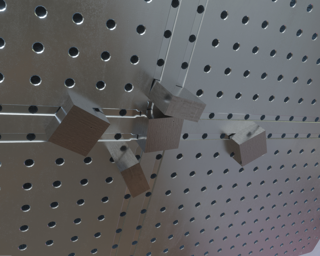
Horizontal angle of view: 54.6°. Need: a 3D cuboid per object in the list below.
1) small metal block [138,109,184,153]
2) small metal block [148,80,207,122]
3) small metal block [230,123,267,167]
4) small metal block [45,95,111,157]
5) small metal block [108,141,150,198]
[{"bbox_3d":[0.001,0.003,0.412,0.050,0.025,0.050,-6,121,-26],"label":"small metal block"},{"bbox_3d":[0.020,-0.034,0.385,0.050,0.050,0.025,11,113,-33],"label":"small metal block"},{"bbox_3d":[0.145,0.028,0.507,0.050,0.025,0.050,-27,128,-11],"label":"small metal block"},{"bbox_3d":[-0.095,-0.001,0.358,0.050,0.025,0.050,31,101,-38],"label":"small metal block"},{"bbox_3d":[-0.040,0.054,0.406,0.025,0.050,0.050,-27,128,-11],"label":"small metal block"}]
